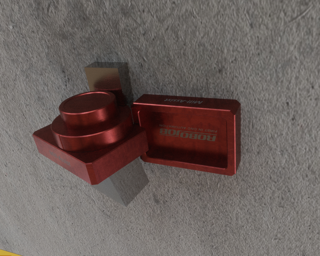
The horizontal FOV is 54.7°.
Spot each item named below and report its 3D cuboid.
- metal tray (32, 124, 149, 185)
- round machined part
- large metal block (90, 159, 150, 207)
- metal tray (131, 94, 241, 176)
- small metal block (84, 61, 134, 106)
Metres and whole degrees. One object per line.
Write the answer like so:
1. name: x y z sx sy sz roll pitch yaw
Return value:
1. metal tray: -0.091 0.017 0.400 0.130 0.091 0.030 19 128 39
2. round machined part: -0.085 -0.014 0.381 0.098 0.098 0.042 6 121 25
3. large metal block: -0.071 0.054 0.437 0.080 0.050 0.080 18 141 39
4. metal tray: 0.033 0.007 0.391 0.130 0.030 0.089 6 121 24
5. small metal block: -0.066 -0.059 0.405 0.050 0.025 0.050 6 121 24
